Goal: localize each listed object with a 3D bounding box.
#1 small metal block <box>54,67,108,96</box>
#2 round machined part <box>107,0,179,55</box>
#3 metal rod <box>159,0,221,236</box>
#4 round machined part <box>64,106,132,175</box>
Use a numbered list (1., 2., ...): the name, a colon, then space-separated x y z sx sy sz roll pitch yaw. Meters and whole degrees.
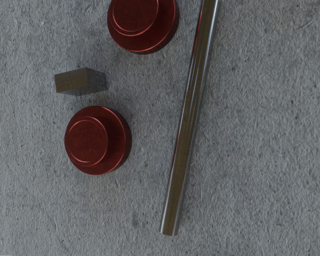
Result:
1. small metal block: -0.110 -0.064 0.434 0.050 0.050 0.025 -9 87 20
2. round machined part: -0.027 -0.150 0.409 0.098 0.042 0.097 0 90 20
3. metal rod: 0.037 -0.011 0.395 0.025 0.025 0.298 11 94 19
4. round machined part: -0.093 0.017 0.433 0.098 0.042 0.097 0 90 20
